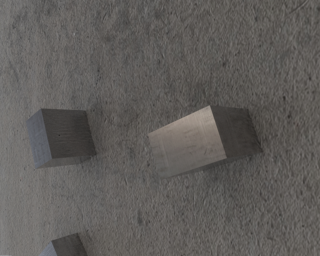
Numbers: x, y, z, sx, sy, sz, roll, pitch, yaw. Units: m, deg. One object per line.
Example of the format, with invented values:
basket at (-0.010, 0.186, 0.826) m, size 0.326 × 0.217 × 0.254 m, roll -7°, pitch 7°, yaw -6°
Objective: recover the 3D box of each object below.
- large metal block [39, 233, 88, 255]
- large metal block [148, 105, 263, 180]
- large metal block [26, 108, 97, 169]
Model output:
large metal block at (-0.163, 0.239, 0.523) m, size 0.080 × 0.050 × 0.080 m, roll -49°, pitch 61°, yaw 28°
large metal block at (0.049, 0.016, 0.329) m, size 0.080 × 0.081 × 0.050 m, roll -25°, pitch 74°, yaw 37°
large metal block at (-0.159, 0.017, 0.501) m, size 0.050 × 0.081 × 0.080 m, roll -28°, pitch 73°, yaw 37°
